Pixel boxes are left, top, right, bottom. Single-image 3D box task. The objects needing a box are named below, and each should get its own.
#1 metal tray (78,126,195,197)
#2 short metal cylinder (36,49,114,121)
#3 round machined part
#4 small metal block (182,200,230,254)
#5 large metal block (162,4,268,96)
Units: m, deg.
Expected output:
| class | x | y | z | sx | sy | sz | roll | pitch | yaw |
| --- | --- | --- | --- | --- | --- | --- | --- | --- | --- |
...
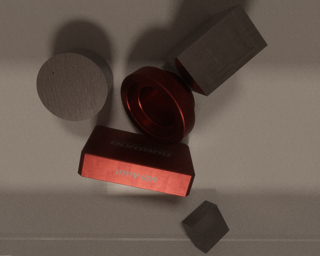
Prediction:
| class | x | y | z | sx | sy | sz | roll | pitch | yaw |
| --- | --- | --- | --- | --- | --- | --- | --- | --- | --- |
| metal tray | -0.027 | 0.038 | 0.390 | 0.131 | 0.090 | 0.030 | 12 | 110 | -5 |
| short metal cylinder | -0.100 | -0.054 | 0.377 | 0.081 | 0.050 | 0.079 | 0 | 110 | -1 |
| round machined part | 0.003 | -0.030 | 0.373 | 0.098 | 0.042 | 0.097 | 29 | 141 | 27 |
| small metal block | 0.067 | 0.144 | 0.453 | 0.050 | 0.025 | 0.050 | -36 | 110 | -23 |
| large metal block | 0.055 | -0.084 | 0.344 | 0.080 | 0.080 | 0.050 | -40 | 106 | 0 |
